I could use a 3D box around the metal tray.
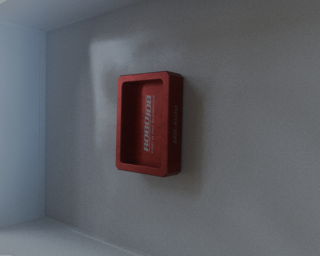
[{"bbox_3d":[-0.016,-0.006,0.411,0.090,0.030,0.129,2,91,39],"label":"metal tray"}]
